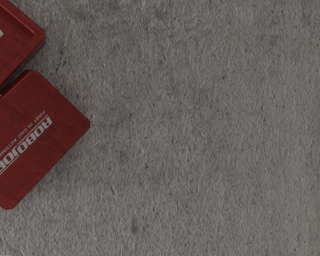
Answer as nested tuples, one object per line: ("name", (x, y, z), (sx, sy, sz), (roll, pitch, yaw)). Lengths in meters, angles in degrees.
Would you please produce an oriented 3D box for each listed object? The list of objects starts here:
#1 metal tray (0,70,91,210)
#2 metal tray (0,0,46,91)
("metal tray", (-0.153, 0.012, 0.336), (0.130, 0.030, 0.090), (-49, 123, -13))
("metal tray", (-0.200, -0.082, 0.332), (0.090, 0.030, 0.130), (40, 77, -16))
